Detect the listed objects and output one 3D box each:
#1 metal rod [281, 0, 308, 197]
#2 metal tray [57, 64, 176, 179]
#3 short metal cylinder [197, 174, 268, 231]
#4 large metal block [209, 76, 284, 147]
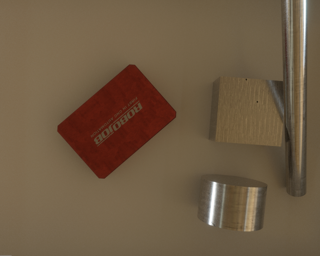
[{"bbox_3d":[0.155,-0.048,0.354,0.025,0.025,0.298,-12,114,0],"label":"metal rod"},{"bbox_3d":[-0.055,-0.008,0.408,0.130,0.030,0.090,-41,91,-1],"label":"metal tray"},{"bbox_3d":[0.089,0.090,0.385,0.081,0.080,0.050,6,90,-1],"label":"short metal cylinder"},{"bbox_3d":[0.110,-0.020,0.400,0.081,0.050,0.079,4,90,-1],"label":"large metal block"}]
